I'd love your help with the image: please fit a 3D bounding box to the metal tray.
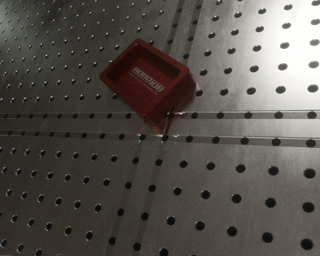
[{"bbox_3d":[-0.022,-0.072,0.459,0.090,0.030,0.130,-46,51,-4],"label":"metal tray"}]
